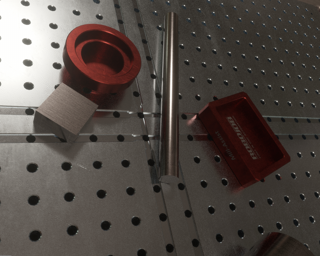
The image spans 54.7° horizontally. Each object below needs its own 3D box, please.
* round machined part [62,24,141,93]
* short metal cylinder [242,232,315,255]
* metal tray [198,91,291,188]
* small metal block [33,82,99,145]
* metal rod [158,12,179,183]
[{"bbox_3d":[-0.078,-0.086,0.409,0.099,0.042,0.098,14,56,-21],"label":"round machined part"},{"bbox_3d":[0.131,0.166,0.345,0.050,0.080,0.080,-25,75,-37],"label":"short metal cylinder"},{"bbox_3d":[0.127,0.013,0.467,0.091,0.030,0.130,-19,72,-36],"label":"metal tray"},{"bbox_3d":[-0.109,-0.017,0.361,0.050,0.025,0.050,33,51,-7],"label":"small metal block"},{"bbox_3d":[0.015,-0.064,0.457,0.025,0.025,0.299,15,55,-20],"label":"metal rod"}]
